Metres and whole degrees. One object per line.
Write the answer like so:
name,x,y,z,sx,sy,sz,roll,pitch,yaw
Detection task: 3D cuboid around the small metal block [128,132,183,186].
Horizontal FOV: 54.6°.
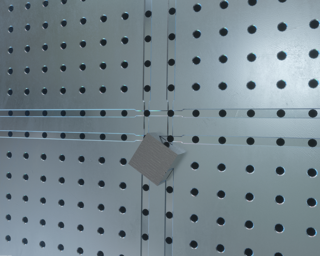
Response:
small metal block,-0.006,0.041,0.415,0.050,0.025,0.050,35,101,16
